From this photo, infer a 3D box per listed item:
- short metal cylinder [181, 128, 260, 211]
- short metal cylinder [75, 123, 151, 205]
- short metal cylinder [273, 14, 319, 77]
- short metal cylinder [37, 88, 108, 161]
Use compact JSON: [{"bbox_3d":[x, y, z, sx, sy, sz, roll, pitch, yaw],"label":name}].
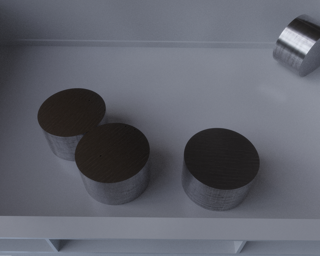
[{"bbox_3d":[0.066,0.046,0.351,0.081,0.050,0.080,0,50,0],"label":"short metal cylinder"},{"bbox_3d":[-0.051,0.040,0.354,0.081,0.050,0.080,0,50,0],"label":"short metal cylinder"},{"bbox_3d":[0.223,-0.127,0.479,0.081,0.080,0.050,-29,56,-23],"label":"short metal cylinder"},{"bbox_3d":[-0.106,-0.005,0.392,0.081,0.050,0.080,0,50,0],"label":"short metal cylinder"}]
